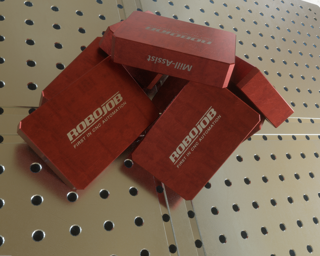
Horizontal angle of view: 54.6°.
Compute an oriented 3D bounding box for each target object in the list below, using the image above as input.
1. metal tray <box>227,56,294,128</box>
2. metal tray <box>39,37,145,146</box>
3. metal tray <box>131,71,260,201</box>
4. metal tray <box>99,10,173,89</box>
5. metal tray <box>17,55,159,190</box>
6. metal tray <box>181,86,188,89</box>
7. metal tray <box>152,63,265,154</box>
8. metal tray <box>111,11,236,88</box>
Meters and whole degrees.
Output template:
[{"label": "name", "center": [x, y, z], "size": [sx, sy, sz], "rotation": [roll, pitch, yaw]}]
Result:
[{"label": "metal tray", "center": [0.113, -0.062, 0.422], "size": [0.090, 0.030, 0.130], "rotation": [39, 12, -29]}, {"label": "metal tray", "center": [-0.075, -0.050, 0.394], "size": [0.090, 0.030, 0.130], "rotation": [34, 51, -6]}, {"label": "metal tray", "center": [0.040, 0.008, 0.364], "size": [0.090, 0.130, 0.030], "rotation": [38, 9, -4]}, {"label": "metal tray", "center": [-0.015, -0.117, 0.443], "size": [0.090, 0.030, 0.131], "rotation": [41, 37, -2]}, {"label": "metal tray", "center": [-0.073, -0.008, 0.341], "size": [0.131, 0.030, 0.090], "rotation": [-45, 104, -28]}, {"label": "metal tray", "center": [0.082, -0.073, 0.465], "size": [0.131, 0.030, 0.090], "rotation": [23, 50, -39]}, {"label": "metal tray", "center": [0.063, -0.028, 0.417], "size": [0.130, 0.090, 0.030], "rotation": [38, 52, -2]}, {"label": "metal tray", "center": [0.019, -0.095, 0.360], "size": [0.131, 0.030, 0.090], "rotation": [14, 39, 4]}]
